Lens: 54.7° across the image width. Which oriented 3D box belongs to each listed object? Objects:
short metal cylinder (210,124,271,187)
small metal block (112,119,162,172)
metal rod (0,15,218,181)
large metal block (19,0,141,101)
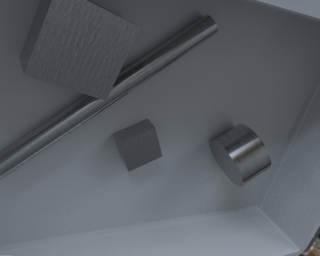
[{"bbox_3d":[0.119,0.041,0.466,0.050,0.080,0.080,-31,129,-9],"label":"short metal cylinder"},{"bbox_3d":[-0.029,0.023,0.408,0.050,0.025,0.050,-24,127,-14],"label":"small metal block"},{"bbox_3d":[-0.062,-0.037,0.352,0.301,0.025,0.025,-35,129,-6],"label":"metal rod"},{"bbox_3d":[-0.079,-0.082,0.299,0.081,0.050,0.080,16,110,-35],"label":"large metal block"}]
